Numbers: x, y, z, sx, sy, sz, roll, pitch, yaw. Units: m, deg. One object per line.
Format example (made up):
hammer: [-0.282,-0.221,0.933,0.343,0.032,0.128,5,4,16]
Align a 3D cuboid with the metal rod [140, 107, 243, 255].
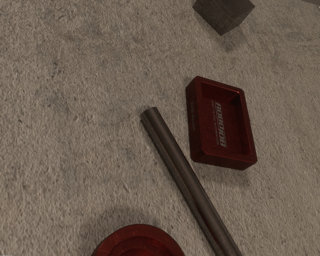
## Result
metal rod: [0.057,0.105,0.372,0.025,0.025,0.299,-19,72,-36]

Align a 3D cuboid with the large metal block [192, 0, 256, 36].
large metal block: [0.124,-0.235,0.601,0.080,0.050,0.080,48,51,5]

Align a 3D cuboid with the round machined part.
round machined part: [-0.023,0.145,0.293,0.099,0.042,0.098,14,56,-21]

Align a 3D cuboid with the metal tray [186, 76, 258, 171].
metal tray: [0.088,-0.008,0.454,0.091,0.030,0.130,13,56,-22]
